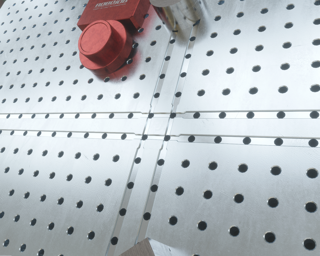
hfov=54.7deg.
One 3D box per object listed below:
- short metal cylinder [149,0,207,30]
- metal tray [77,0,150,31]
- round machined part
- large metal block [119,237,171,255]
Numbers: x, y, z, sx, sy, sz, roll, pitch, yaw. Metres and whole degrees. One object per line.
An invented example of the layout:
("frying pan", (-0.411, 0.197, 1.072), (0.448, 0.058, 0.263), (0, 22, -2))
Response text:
("short metal cylinder", (0.030, -0.207, 0.504), (0.080, 0.050, 0.080), (-13, 56, 21))
("metal tray", (-0.086, -0.223, 0.587), (0.130, 0.030, 0.090), (4, 63, 29))
("round machined part", (-0.100, -0.143, 0.528), (0.098, 0.042, 0.098), (-10, 67, 24))
("large metal block", (-0.019, 0.167, 0.300), (0.080, 0.050, 0.080), (-34, 51, 5))
